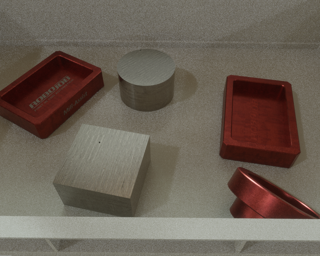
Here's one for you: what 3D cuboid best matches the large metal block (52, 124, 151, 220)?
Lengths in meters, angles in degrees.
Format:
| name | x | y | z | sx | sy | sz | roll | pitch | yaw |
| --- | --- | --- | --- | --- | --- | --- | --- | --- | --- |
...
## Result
| name | x | y | z | sx | sy | sz | roll | pitch | yaw |
| --- | --- | --- | --- | --- | --- | --- | --- | --- | --- |
| large metal block | -0.060 | 0.047 | 0.348 | 0.080 | 0.050 | 0.080 | 10 | 51 | 8 |

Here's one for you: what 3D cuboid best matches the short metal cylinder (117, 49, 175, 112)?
| name | x | y | z | sx | sy | sz | roll | pitch | yaw |
| --- | --- | --- | --- | --- | --- | --- | --- | --- | --- |
| short metal cylinder | -0.019 | -0.070 | 0.447 | 0.081 | 0.050 | 0.080 | 0 | 50 | 0 |

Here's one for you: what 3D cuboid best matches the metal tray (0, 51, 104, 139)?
| name | x | y | z | sx | sy | sz | roll | pitch | yaw |
| --- | --- | --- | --- | --- | --- | --- | --- | --- | --- |
| metal tray | -0.155 | -0.053 | 0.443 | 0.090 | 0.030 | 0.130 | 26 | 54 | 19 |

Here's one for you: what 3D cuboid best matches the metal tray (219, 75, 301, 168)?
| name | x | y | z | sx | sy | sz | roll | pitch | yaw |
| --- | --- | --- | --- | --- | --- | --- | --- | --- | --- |
| metal tray | 0.130 | -0.014 | 0.414 | 0.090 | 0.030 | 0.130 | 8 | 50 | 6 |

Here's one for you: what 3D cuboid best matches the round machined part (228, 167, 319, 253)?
| name | x | y | z | sx | sy | sz | roll | pitch | yaw |
| --- | --- | --- | --- | --- | --- | --- | --- | --- | --- |
| round machined part | 0.109 | 0.082 | 0.303 | 0.098 | 0.098 | 0.042 | 33 | 97 | 24 |
